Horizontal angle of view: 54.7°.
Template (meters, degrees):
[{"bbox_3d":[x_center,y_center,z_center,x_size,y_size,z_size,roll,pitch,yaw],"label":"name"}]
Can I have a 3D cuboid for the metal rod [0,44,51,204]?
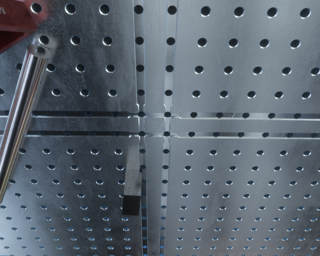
[{"bbox_3d":[-0.202,0.017,0.422,0.025,0.025,0.298,22,127,-18],"label":"metal rod"}]

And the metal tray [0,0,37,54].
[{"bbox_3d":[-0.185,-0.083,0.270,0.090,0.130,0.030,-24,97,19],"label":"metal tray"}]

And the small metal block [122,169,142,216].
[{"bbox_3d":[-0.043,0.100,0.480,0.025,0.050,0.050,5,130,-5],"label":"small metal block"}]
